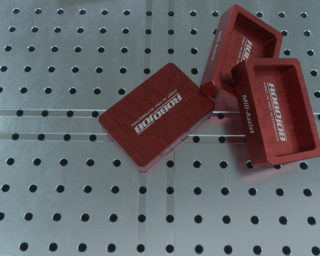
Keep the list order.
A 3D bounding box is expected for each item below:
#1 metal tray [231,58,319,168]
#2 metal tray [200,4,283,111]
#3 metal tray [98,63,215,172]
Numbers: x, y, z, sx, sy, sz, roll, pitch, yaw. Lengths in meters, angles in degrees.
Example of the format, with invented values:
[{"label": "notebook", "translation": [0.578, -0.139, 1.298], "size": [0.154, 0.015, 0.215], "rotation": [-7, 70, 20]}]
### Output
[{"label": "metal tray", "translation": [0.146, -0.021, 0.388], "size": [0.091, 0.030, 0.129], "rotation": [-6, 80, -25]}, {"label": "metal tray", "translation": [0.114, -0.092, 0.424], "size": [0.090, 0.030, 0.130], "rotation": [25, 70, -18]}, {"label": "metal tray", "translation": [-0.003, -0.016, 0.415], "size": [0.130, 0.030, 0.090], "rotation": [-40, 75, -13]}]
